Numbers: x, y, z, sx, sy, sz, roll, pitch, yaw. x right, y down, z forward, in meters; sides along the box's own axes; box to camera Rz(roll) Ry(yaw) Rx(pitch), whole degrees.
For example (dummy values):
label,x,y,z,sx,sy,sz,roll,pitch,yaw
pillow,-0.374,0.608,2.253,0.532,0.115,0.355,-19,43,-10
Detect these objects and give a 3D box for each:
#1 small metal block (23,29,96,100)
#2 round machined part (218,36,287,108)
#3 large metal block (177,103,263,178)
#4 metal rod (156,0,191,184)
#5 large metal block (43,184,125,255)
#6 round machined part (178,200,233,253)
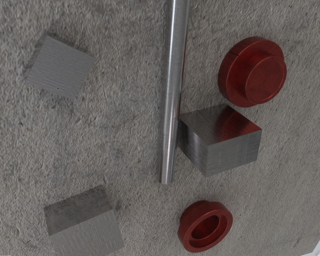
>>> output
label,x,y,z,sx,sy,sz,roll,pitch,yaw
small metal block,-0.102,-0.063,0.313,0.050,0.025,0.050,21,107,-36
round machined part,0.132,-0.071,0.424,0.099,0.042,0.097,-14,124,-21
large metal block,0.077,0.013,0.421,0.081,0.080,0.050,-15,125,-20
metal rod,0.016,-0.054,0.381,0.025,0.025,0.298,-11,123,-23
large metal block,-0.101,0.135,0.419,0.081,0.050,0.079,-20,126,-17
round machined part,0.074,0.165,0.539,0.099,0.042,0.097,-14,124,-21
